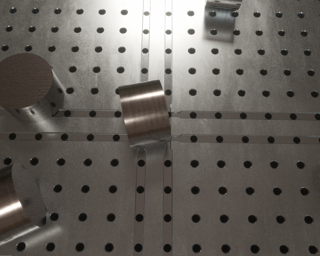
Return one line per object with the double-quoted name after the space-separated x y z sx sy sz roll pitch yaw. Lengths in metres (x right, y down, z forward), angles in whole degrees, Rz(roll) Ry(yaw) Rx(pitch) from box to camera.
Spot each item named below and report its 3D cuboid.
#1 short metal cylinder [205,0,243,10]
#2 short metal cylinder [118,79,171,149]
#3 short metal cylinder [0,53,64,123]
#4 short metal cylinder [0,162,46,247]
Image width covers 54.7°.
0.099 -0.223 0.465 0.050 0.080 0.080 7 70 2 "short metal cylinder"
-0.019 -0.018 0.389 0.050 0.080 0.080 -11 71 -4 "short metal cylinder"
-0.176 -0.053 0.416 0.081 0.050 0.080 0 70 0 "short metal cylinder"
-0.171 0.086 0.349 0.050 0.080 0.080 -24 72 -9 "short metal cylinder"
